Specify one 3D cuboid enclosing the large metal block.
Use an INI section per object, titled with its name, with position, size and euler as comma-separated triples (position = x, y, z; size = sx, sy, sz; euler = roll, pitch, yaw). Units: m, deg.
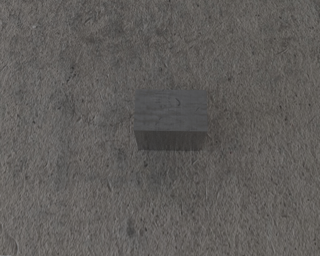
[large metal block]
position = 0.012, -0.007, 0.382
size = 0.080, 0.080, 0.050
euler = 1, 70, 0
